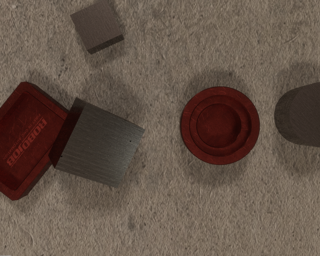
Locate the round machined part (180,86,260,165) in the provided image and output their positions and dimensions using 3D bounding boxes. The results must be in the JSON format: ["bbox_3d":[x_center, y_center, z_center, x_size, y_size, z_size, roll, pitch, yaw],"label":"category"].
[{"bbox_3d":[0.075,-0.003,0.403,0.099,0.042,0.097,0,90,-1],"label":"round machined part"}]

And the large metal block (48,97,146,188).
[{"bbox_3d":[-0.078,0.018,0.380,0.080,0.050,0.080,25,90,-30],"label":"large metal block"}]

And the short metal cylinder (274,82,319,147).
[{"bbox_3d":[0.197,-0.016,0.400,0.081,0.050,0.079,0,90,-1],"label":"short metal cylinder"}]

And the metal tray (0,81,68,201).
[{"bbox_3d":[-0.178,0.016,0.405,0.090,0.030,0.130,38,90,-1],"label":"metal tray"}]

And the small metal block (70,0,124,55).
[{"bbox_3d":[-0.082,-0.133,0.409,0.050,0.025,0.050,-25,90,-1],"label":"small metal block"}]
